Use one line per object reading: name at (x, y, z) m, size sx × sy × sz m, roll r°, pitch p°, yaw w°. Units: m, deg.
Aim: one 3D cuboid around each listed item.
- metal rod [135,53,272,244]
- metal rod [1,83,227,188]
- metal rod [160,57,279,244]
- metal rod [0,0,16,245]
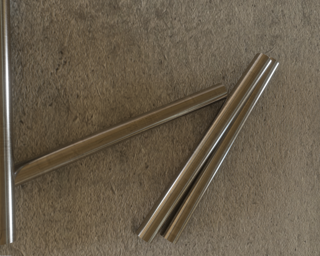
metal rod at (0.064, 0.021, 0.424) m, size 0.025 × 0.025 × 0.300 m, roll 38°, pitch 81°, yaw -16°
metal rod at (-0.044, 0.003, 0.392) m, size 0.302 × 0.025 × 0.025 m, roll -23°, pitch 98°, yaw -19°
metal rod at (0.089, 0.024, 0.441) m, size 0.025 × 0.025 × 0.300 m, roll 36°, pitch 78°, yaw -17°
metal rod at (-0.170, -0.032, 0.328) m, size 0.025 × 0.025 × 0.298 m, roll -2°, pitch 84°, yaw -20°
